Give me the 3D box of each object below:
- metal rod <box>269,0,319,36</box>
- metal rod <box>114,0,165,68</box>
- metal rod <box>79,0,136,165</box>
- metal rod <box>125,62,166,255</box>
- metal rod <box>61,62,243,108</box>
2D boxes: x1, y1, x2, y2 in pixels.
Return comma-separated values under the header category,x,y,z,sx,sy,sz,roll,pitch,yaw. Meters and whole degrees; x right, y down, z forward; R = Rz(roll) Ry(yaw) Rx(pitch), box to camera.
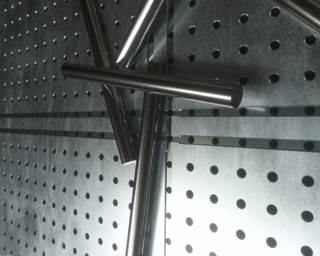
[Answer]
category,x,y,z,sx,sy,sz,roll,pitch,yaw
metal rod,0.115,-0.144,0.314,0.300,0.025,0.025,51,120,27
metal rod,0.015,-0.196,0.371,0.025,0.025,0.298,55,130,25
metal rod,-0.084,-0.089,0.480,0.025,0.025,0.299,-27,73,37
metal rod,-0.022,0.061,0.428,0.025,0.025,0.298,12,98,39
metal rod,-0.036,-0.063,0.405,0.300,0.025,0.025,15,100,39
